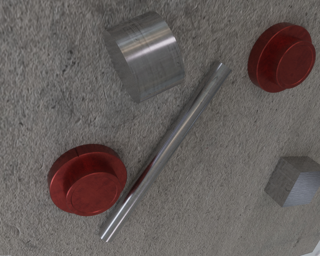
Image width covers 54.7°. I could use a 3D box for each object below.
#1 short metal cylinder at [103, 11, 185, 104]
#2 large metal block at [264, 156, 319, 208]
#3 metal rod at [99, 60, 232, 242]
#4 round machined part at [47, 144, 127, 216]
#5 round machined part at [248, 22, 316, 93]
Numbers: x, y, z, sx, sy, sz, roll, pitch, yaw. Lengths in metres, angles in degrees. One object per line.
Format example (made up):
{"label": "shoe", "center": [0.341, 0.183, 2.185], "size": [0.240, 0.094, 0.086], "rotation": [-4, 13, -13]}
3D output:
{"label": "short metal cylinder", "center": [-0.017, -0.071, 0.318], "size": [0.050, 0.080, 0.080], "rotation": [-27, 128, -11]}
{"label": "large metal block", "center": [0.261, 0.102, 0.596], "size": [0.081, 0.050, 0.079], "rotation": [2, 118, -30]}
{"label": "metal rod", "center": [0.001, 0.040, 0.432], "size": [0.025, 0.025, 0.299], "rotation": [25, 105, -37]}
{"label": "round machined part", "center": [-0.088, 0.072, 0.392], "size": [0.099, 0.042, 0.097], "rotation": [-14, 124, -21]}
{"label": "round machined part", "center": [0.176, -0.094, 0.434], "size": [0.099, 0.042, 0.097], "rotation": [-14, 124, -21]}
